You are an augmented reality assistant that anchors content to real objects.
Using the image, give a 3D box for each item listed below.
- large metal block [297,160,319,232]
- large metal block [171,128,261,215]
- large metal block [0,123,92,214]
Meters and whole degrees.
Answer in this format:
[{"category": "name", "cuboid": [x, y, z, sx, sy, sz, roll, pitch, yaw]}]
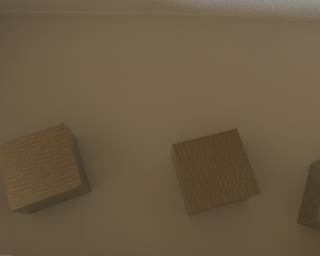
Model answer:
[{"category": "large metal block", "cuboid": [0.221, 0.088, 0.366, 0.080, 0.050, 0.080, 20, 71, 7]}, {"category": "large metal block", "cuboid": [0.063, 0.054, 0.377, 0.081, 0.050, 0.080, -14, 71, -5]}, {"category": "large metal block", "cuboid": [-0.139, 0.050, 0.377, 0.080, 0.050, 0.080, -19, 71, -7]}]
